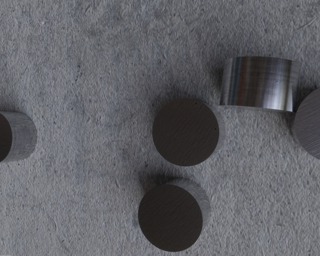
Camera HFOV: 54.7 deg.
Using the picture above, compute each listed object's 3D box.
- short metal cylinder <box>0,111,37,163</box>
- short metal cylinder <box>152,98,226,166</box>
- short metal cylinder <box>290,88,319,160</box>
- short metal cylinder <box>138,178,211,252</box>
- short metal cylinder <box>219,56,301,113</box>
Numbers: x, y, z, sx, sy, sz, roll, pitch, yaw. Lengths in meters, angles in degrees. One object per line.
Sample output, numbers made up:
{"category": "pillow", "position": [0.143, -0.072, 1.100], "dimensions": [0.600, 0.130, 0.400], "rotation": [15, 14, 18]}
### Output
{"category": "short metal cylinder", "position": [-0.241, 0.014, 0.481], "dimensions": [0.080, 0.050, 0.080], "rotation": [0, 90, 20]}
{"category": "short metal cylinder", "position": [0.037, 0.005, 0.383], "dimensions": [0.080, 0.050, 0.080], "rotation": [0, 90, 20]}
{"category": "short metal cylinder", "position": [0.184, -0.005, 0.329], "dimensions": [0.080, 0.050, 0.079], "rotation": [0, 91, 17]}
{"category": "short metal cylinder", "position": [0.019, 0.106, 0.389], "dimensions": [0.080, 0.050, 0.080], "rotation": [0, 90, 20]}
{"category": "short metal cylinder", "position": [0.109, -0.045, 0.341], "dimensions": [0.080, 0.080, 0.050], "rotation": [7, 93, 20]}
